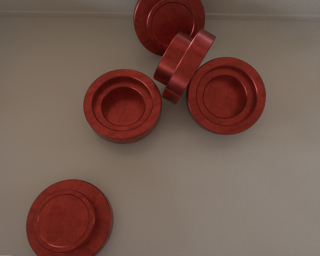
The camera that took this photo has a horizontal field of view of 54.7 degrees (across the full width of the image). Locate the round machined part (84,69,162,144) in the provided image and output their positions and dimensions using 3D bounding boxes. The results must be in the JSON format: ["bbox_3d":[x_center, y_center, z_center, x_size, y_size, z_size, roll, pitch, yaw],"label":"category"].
[{"bbox_3d":[-0.047,-0.025,0.409,0.099,0.042,0.098,0,70,0],"label":"round machined part"}]

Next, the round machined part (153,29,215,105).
[{"bbox_3d":[0.026,-0.081,0.389,0.042,0.098,0.098,31,73,0],"label":"round machined part"}]

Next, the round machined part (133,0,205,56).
[{"bbox_3d":[0.014,-0.145,0.422,0.099,0.097,0.042,-10,30,-4],"label":"round machined part"}]

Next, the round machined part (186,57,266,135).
[{"bbox_3d":[0.083,-0.040,0.406,0.099,0.042,0.097,0,88,-2],"label":"round machined part"}]

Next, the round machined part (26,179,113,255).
[{"bbox_3d":[-0.106,0.108,0.360,0.099,0.042,0.098,0,70,0],"label":"round machined part"}]
